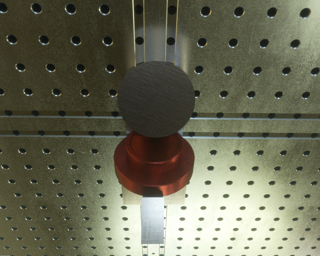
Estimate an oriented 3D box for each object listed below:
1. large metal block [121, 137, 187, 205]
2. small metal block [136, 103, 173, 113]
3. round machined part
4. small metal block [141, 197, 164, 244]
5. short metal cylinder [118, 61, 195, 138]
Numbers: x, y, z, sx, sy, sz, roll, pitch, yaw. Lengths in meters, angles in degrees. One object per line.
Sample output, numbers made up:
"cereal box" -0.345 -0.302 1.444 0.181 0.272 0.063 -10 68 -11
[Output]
"large metal block" -0.008 0.056 0.422 0.081 0.080 0.050 1 130 -1
"small metal block" -0.007 -0.017 0.396 0.050 0.025 0.050 0 130 -1
"round machined part" -0.007 0.032 0.377 0.099 0.098 0.042 1 130 -1
"small metal block" -0.009 0.107 0.367 0.025 0.050 0.050 1 168 -2
"short metal cylinder" -0.004 -0.033 0.345 0.081 0.050 0.079 0 100 -1
